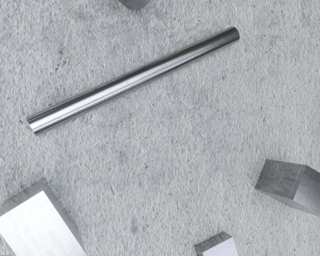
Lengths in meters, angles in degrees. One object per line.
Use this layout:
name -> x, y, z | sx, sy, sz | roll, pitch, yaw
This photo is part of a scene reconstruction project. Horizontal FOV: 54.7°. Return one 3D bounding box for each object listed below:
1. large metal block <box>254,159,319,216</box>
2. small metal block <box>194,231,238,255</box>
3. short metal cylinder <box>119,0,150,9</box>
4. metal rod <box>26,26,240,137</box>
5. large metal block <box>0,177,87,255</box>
large metal block -> 0.203, 0.089, 0.455 | 0.080, 0.080, 0.050 | 28, 81, -18
small metal block -> 0.083, 0.184, 0.440 | 0.050, 0.025, 0.050 | -19, 97, -19
short metal cylinder -> -0.033, -0.191, 0.367 | 0.080, 0.080, 0.050 | 40, 78, -16
metal rod -> -0.020, -0.068, 0.401 | 0.302, 0.025, 0.025 | -28, 100, -18
large metal block -> -0.127, 0.106, 0.333 | 0.050, 0.080, 0.080 | -33, 101, -17
